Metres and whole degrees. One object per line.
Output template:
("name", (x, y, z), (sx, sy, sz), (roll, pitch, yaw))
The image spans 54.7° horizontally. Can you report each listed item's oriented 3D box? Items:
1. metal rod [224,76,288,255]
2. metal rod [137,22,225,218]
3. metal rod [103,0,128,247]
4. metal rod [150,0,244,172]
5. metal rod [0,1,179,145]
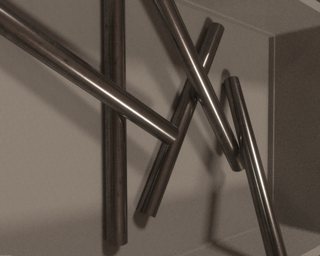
("metal rod", (0.134, 0.054, 0.443), (0.025, 0.025, 0.299), (17, 55, -39))
("metal rod", (0.035, -0.023, 0.438), (0.025, 0.025, 0.299), (34, 69, -35))
("metal rod", (-0.052, -0.014, 0.364), (0.025, 0.025, 0.298), (-1, 91, -40))
("metal rod", (0.057, -0.057, 0.422), (0.025, 0.025, 0.299), (-46, 120, -30))
("metal rod", (-0.096, -0.066, 0.305), (0.301, 0.025, 0.025), (35, 68, -28))
